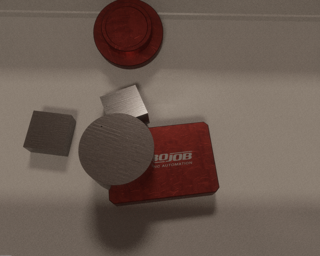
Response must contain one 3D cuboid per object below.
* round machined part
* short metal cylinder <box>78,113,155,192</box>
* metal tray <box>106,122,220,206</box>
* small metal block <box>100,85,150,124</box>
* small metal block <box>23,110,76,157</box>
[{"bbox_3d":[-0.045,-0.135,0.435,0.099,0.042,0.097,0,88,0],"label":"round machined part"},{"bbox_3d":[-0.046,0.029,0.353,0.081,0.050,0.080,0,70,0],"label":"short metal cylinder"},{"bbox_3d":[0.001,0.045,0.391,0.131,0.030,0.090,-6,70,-3],"label":"metal tray"},{"bbox_3d":[-0.047,-0.024,0.413,0.050,0.025,0.050,-20,60,-8],"label":"small metal block"},{"bbox_3d":[-0.143,0.008,0.405,0.050,0.025,0.050,7,70,2],"label":"small metal block"}]
